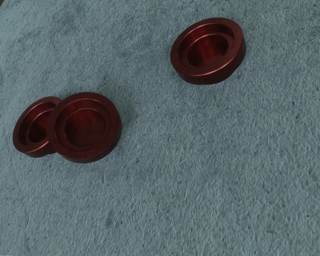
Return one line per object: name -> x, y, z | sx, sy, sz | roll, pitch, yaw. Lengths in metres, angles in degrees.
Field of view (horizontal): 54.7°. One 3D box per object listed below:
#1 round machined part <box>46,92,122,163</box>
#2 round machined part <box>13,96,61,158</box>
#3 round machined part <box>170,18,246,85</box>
round machined part -> -0.101, 0.002, 0.431 | 0.099, 0.042, 0.098 | -1, 68, 3
round machined part -> -0.176, 0.002, 0.484 | 0.098, 0.042, 0.098 | -13, 56, 21
round machined part -> 0.067, -0.098, 0.418 | 0.098, 0.042, 0.098 | -13, 56, 21
